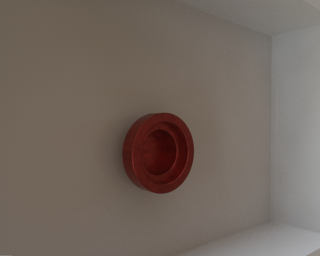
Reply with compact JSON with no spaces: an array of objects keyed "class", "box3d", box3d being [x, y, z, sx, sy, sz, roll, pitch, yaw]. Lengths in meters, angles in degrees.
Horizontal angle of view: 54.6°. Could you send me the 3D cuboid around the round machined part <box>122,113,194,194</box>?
[{"class":"round machined part","box3d":[-0.006,0.030,0.389,0.099,0.042,0.097,0,90,-40]}]
